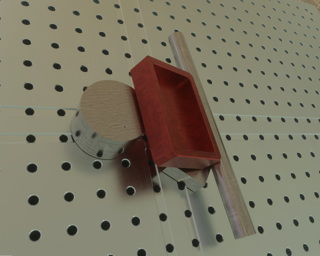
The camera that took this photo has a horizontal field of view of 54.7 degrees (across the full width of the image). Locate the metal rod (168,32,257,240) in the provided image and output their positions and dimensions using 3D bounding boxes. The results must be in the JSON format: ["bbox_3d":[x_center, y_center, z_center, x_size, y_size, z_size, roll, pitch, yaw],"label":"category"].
[{"bbox_3d":[0.061,-0.007,0.415,0.025,0.025,0.299,-1,62,-29],"label":"metal rod"}]

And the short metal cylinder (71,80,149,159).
[{"bbox_3d":[-0.059,-0.009,0.366,0.081,0.050,0.080,14,56,-21],"label":"short metal cylinder"}]

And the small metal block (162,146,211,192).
[{"bbox_3d":[0.038,0.046,0.401,0.050,0.025,0.050,34,51,-7],"label":"small metal block"}]

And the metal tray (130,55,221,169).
[{"bbox_3d":[0.019,-0.017,0.376,0.091,0.030,0.130,11,55,-46],"label":"metal tray"}]

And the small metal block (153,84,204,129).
[{"bbox_3d":[0.027,-0.031,0.444,0.050,0.025,0.050,-16,70,-35],"label":"small metal block"}]
